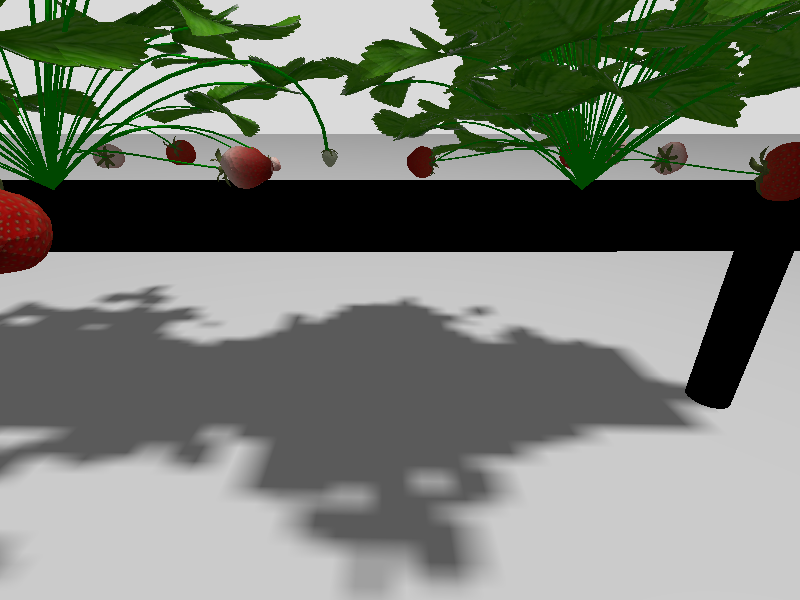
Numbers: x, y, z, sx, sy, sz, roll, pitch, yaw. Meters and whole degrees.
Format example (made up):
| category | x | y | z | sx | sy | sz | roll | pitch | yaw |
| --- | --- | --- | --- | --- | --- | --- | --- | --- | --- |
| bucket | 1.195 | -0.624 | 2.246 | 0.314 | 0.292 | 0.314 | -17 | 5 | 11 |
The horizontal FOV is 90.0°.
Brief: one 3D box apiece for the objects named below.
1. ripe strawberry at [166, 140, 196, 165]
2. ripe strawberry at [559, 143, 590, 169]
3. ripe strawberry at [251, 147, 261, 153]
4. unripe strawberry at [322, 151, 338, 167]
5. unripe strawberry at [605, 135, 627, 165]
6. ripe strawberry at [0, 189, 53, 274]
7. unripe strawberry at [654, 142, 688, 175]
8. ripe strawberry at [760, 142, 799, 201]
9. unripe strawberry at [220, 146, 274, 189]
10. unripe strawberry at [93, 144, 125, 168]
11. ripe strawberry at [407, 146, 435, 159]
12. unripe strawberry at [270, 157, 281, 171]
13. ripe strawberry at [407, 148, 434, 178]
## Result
| category | x | y | z | sx | sy | sz | roll | pitch | yaw |
| --- | --- | --- | --- | --- | --- | --- | --- | --- | --- |
| ripe strawberry | -0.276 | -0.186 | 0.509 | 0.034 | 0.030 | 0.034 | 2 | -5 | 5 |
| ripe strawberry | 0.209 | -0.174 | 0.480 | 0.035 | 0.032 | 0.032 | 8 | 25 | 17 |
| ripe strawberry | -0.176 | -0.172 | 0.484 | 0.027 | 0.024 | 0.024 | 17 | 22 | 33 |
| unripe strawberry | -0.051 | -0.103 | 0.292 | 0.011 | 0.011 | 0.010 | 4 | 24 | 9 |
| unripe strawberry | 0.268 | -0.188 | 0.504 | 0.033 | 0.037 | 0.036 | 14 | 27 | 28 |
| ripe strawberry | -0.146 | -0.024 | 0.138 | 0.039 | 0.033 | 0.039 | -16 | 33 | -31 |
| unripe strawberry | 0.290 | -0.151 | 0.426 | 0.032 | 0.033 | 0.029 | -16 | 29 | -33 |
| ripe strawberry | 0.274 | -0.088 | 0.278 | 0.038 | 0.040 | 0.035 | 12 | 27 | 24 |
| unripe strawberry | -0.125 | -0.109 | 0.330 | 0.039 | 0.033 | 0.039 | 1 | 24 | 1 |
| unripe strawberry | -0.348 | -0.172 | 0.480 | 0.032 | 0.027 | 0.032 | -8 | 25 | -17 |
| ripe strawberry | 0.022 | -0.151 | 0.433 | 0.028 | 0.028 | 0.031 | 18 | 29 | 35 |
| unripe strawberry | -0.145 | -0.157 | 0.464 | 0.015 | 0.016 | 0.016 | 24 | -3 | 42 |
| ripe strawberry | 0.021 | -0.138 | 0.403 | 0.027 | 0.028 | 0.025 | 12 | 27 | 26 |
